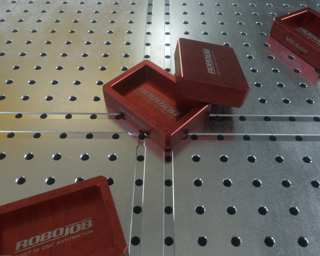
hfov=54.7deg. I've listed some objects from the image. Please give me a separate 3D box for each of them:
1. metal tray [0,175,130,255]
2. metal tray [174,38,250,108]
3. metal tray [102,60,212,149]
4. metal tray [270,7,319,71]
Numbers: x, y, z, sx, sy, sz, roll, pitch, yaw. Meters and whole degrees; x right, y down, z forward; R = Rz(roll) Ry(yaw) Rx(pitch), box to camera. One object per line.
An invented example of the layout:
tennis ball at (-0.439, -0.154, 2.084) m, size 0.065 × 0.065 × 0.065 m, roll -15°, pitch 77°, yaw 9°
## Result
metal tray at (-0.106, 0.109, 0.311) m, size 0.131 × 0.030 × 0.090 m, roll -16°, pitch 52°, yaw -13°
metal tray at (0.070, -0.084, 0.449) m, size 0.091 × 0.030 × 0.130 m, roll 9°, pitch 38°, yaw -7°
metal tray at (-0.005, -0.038, 0.436) m, size 0.130 × 0.030 × 0.090 m, roll 37°, pitch 59°, yaw 26°
metal tray at (0.271, -0.158, 0.540) m, size 0.091 × 0.030 × 0.130 m, roll -23°, pitch 54°, yaw -19°
